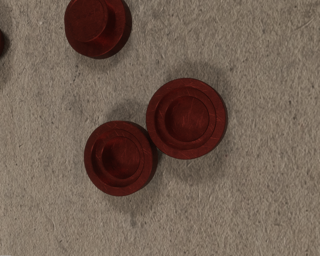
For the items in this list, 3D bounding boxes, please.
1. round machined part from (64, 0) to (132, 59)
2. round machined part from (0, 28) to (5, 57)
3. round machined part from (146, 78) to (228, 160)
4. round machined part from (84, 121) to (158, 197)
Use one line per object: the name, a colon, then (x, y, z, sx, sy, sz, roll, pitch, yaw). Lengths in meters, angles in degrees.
round machined part: (-0.092, -0.148, 0.431, 0.098, 0.042, 0.097, 0, 90, 19)
round machined part: (-0.294, -0.141, 0.501, 0.098, 0.042, 0.097, 0, 90, 19)
round machined part: (0.035, -0.011, 0.387, 0.098, 0.042, 0.097, 0, 90, 19)
round machined part: (-0.048, 0.039, 0.416, 0.098, 0.042, 0.097, 0, 90, 19)
